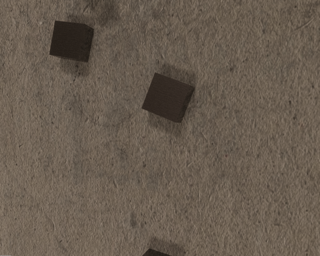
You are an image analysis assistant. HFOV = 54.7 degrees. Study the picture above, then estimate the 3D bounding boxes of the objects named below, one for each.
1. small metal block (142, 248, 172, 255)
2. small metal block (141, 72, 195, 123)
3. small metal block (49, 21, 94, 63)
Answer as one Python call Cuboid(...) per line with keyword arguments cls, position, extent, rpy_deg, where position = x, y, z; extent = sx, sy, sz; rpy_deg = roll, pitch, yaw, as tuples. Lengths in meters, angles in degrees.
Cuboid(cls="small metal block", position=(0.000, 0.195, 0.408), extent=(0.050, 0.025, 0.050), rpy_deg=(11, 94, 19))
Cuboid(cls="small metal block", position=(0.011, -0.039, 0.404), extent=(0.050, 0.025, 0.050), rpy_deg=(23, 98, 18))
Cuboid(cls="small metal block", position=(-0.129, -0.126, 0.453), extent=(0.050, 0.025, 0.050), rpy_deg=(12, 94, 19))
